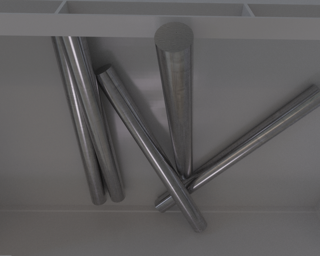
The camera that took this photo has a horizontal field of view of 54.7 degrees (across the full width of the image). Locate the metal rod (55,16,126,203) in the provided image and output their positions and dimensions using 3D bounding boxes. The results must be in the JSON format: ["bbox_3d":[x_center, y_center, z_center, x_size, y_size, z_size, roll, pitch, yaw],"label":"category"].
[{"bbox_3d":[-0.077,0.005,0.396,0.025,0.025,0.298,-3,135,2],"label":"metal rod"}]

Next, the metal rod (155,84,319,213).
[{"bbox_3d":[0.098,0.044,0.446,0.025,0.025,0.299,33,123,-25],"label":"metal rod"}]

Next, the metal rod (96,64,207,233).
[{"bbox_3d":[-0.001,0.046,0.426,0.025,0.025,0.299,-21,121,16],"label":"metal rod"}]

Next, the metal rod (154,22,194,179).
[{"bbox_3d":[0.023,0.004,0.332,0.025,0.025,0.299,-5,155,4],"label":"metal rod"}]

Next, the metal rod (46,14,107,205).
[{"bbox_3d":[-0.100,0.003,0.410,0.025,0.025,0.298,-1,130,0],"label":"metal rod"}]
